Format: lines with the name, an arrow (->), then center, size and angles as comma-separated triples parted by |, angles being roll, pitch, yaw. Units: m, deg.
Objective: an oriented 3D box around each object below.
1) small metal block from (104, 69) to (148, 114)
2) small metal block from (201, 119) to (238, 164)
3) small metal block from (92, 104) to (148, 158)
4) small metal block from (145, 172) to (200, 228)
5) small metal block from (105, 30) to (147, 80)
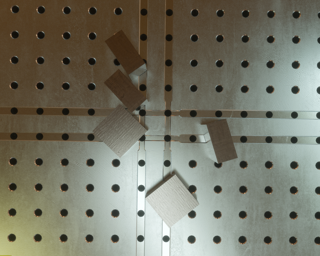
small metal block -> -0.042, -0.045, 0.400 | 0.025, 0.050, 0.050 | -43, 91, 0
small metal block -> 0.076, 0.016, 0.402 | 0.025, 0.050, 0.050 | -17, 90, 0
small metal block -> -0.052, 0.004, 0.413 | 0.050, 0.025, 0.050 | 45, 90, -1
small metal block -> 0.016, 0.095, 0.414 | 0.050, 0.025, 0.050 | -39, 91, 0
small metal block -> -0.043, -0.092, 0.400 | 0.025, 0.050, 0.050 | -35, 90, 0
